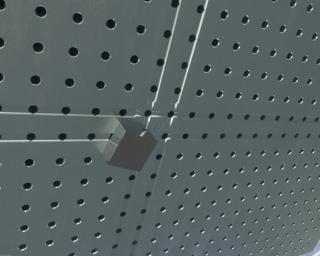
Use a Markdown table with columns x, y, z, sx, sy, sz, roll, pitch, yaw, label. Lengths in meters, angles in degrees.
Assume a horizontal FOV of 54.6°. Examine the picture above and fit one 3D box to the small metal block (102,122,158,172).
| x | y | z | sx | sy | sz | roll | pitch | yaw | label |
| --- | --- | --- | --- | --- | --- | --- | --- | --- | --- |
| -0.039 | 0.026 | 0.405 | 0.050 | 0.025 | 0.050 | 20 | 108 | -36 | small metal block |
